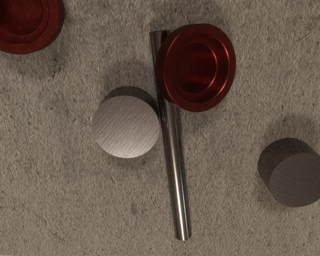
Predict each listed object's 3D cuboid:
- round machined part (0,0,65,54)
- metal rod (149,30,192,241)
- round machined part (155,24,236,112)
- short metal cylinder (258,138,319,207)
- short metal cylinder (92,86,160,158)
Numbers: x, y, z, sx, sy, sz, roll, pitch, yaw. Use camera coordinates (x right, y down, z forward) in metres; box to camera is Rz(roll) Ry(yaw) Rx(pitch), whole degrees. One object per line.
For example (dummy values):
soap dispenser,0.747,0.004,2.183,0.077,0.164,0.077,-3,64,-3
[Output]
round machined part,-0.157,-0.135,0.349,0.099,0.042,0.097,0,110,-1
metal rod,0.018,0.023,0.418,0.025,0.025,0.298,-7,110,2
round machined part,0.037,-0.070,0.361,0.099,0.042,0.097,-9,109,-28
short metal cylinder,0.181,0.059,0.421,0.081,0.050,0.079,0,110,-1
short metal cylinder,-0.041,-0.009,0.393,0.081,0.050,0.079,0,110,-1
